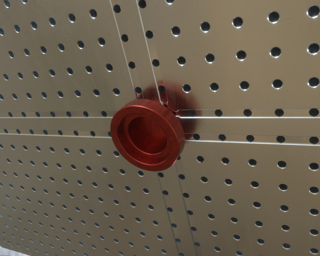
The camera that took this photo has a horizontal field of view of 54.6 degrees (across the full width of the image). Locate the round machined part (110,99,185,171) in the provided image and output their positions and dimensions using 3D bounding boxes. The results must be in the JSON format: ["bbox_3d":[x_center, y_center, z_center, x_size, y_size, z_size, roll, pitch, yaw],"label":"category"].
[{"bbox_3d":[-0.013,0.006,0.410,0.098,0.042,0.097,13,124,21],"label":"round machined part"}]
